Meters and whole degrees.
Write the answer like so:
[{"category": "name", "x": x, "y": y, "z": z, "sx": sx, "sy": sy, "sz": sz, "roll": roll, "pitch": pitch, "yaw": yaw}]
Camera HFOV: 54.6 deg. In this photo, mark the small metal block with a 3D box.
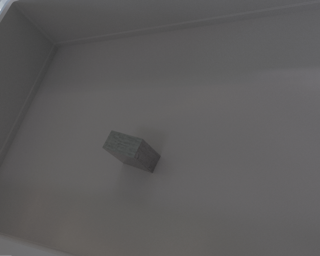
[{"category": "small metal block", "x": -0.035, "y": 0.030, "z": 0.391, "sx": 0.050, "sy": 0.050, "sz": 0.025, "roll": 14, "pitch": 69, "yaw": 34}]
